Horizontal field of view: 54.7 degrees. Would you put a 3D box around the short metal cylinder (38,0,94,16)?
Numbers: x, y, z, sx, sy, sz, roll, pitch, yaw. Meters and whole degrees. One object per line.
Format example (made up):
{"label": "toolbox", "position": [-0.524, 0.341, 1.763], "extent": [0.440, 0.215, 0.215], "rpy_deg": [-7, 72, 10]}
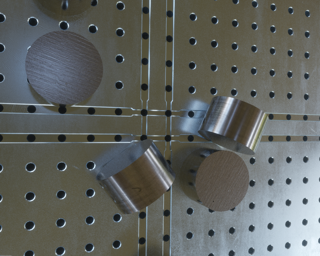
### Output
{"label": "short metal cylinder", "position": [-0.110, -0.178, 0.358], "extent": [0.081, 0.050, 0.079], "rpy_deg": [0, 90, -20]}

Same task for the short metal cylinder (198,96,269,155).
{"label": "short metal cylinder", "position": [0.099, -0.002, 0.420], "extent": [0.080, 0.080, 0.050], "rpy_deg": [27, 81, -18]}

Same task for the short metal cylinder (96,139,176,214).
{"label": "short metal cylinder", "position": [-0.029, 0.057, 0.373], "extent": [0.080, 0.080, 0.050], "rpy_deg": [-37, 102, -16]}

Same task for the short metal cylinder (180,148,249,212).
{"label": "short metal cylinder", "position": [0.074, 0.069, 0.427], "extent": [0.081, 0.050, 0.079], "rpy_deg": [0, 90, -20]}

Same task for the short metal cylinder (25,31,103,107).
{"label": "short metal cylinder", "position": [-0.111, -0.066, 0.358], "extent": [0.081, 0.050, 0.079], "rpy_deg": [0, 90, -20]}
